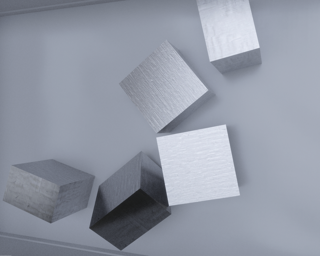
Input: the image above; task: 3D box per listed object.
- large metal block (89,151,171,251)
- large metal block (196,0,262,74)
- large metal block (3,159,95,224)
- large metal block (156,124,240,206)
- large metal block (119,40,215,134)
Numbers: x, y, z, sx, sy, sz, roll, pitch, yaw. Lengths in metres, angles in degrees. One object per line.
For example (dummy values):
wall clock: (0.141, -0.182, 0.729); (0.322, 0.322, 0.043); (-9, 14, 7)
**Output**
large metal block: (-0.035, 0.088, 0.385); (0.080, 0.080, 0.050); (-40, 111, 15)
large metal block: (0.080, -0.113, 0.353); (0.050, 0.080, 0.080); (-13, 86, 19)
large metal block: (-0.152, 0.084, 0.433); (0.080, 0.080, 0.050); (17, 96, 19)
large metal block: (0.047, 0.043, 0.374); (0.080, 0.050, 0.080); (-11, 86, 10)
large metal block: (0.010, -0.049, 0.393); (0.080, 0.050, 0.080); (-40, 78, 15)
